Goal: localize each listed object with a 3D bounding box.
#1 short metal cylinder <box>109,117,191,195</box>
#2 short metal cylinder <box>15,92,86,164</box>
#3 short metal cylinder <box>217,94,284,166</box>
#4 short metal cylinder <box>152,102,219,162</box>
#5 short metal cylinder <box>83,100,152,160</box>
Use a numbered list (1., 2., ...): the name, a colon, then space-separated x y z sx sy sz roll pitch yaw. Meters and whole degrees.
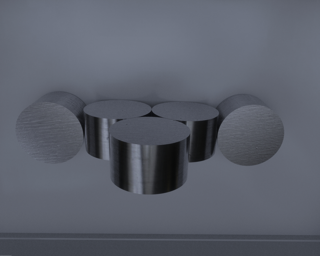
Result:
1. short metal cylinder: -0.011 0.025 0.316 0.081 0.080 0.050 2 110 -1
2. short metal cylinder: -0.132 -0.002 0.394 0.081 0.050 0.079 0 110 0
3. short metal cylinder: 0.110 0.002 0.398 0.081 0.050 0.079 0 110 0
4. short metal cylinder: 0.030 0.002 0.381 0.081 0.080 0.050 2 110 -1
5. short metal cylinder: -0.051 0.000 0.379 0.081 0.080 0.050 2 110 -1
